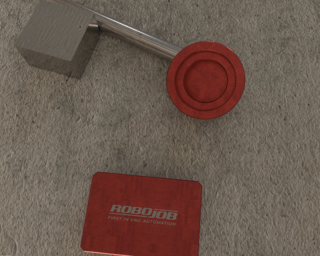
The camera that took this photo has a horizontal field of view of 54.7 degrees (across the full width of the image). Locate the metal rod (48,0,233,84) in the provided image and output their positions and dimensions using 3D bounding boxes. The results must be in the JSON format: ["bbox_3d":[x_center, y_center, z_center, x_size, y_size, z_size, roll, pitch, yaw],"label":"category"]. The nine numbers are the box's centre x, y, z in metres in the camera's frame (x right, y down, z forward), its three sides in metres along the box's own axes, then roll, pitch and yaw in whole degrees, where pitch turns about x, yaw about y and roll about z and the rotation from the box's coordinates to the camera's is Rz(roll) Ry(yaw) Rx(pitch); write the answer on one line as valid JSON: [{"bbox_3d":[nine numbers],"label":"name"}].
[{"bbox_3d":[-0.033,-0.133,0.456,0.301,0.025,0.025,26,72,9],"label":"metal rod"}]

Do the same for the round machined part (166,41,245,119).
[{"bbox_3d":[0.061,-0.062,0.408,0.098,0.042,0.097,1,97,12],"label":"round machined part"}]

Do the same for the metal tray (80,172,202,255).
[{"bbox_3d":[-0.019,0.104,0.367,0.131,0.030,0.090,5,70,2],"label":"metal tray"}]

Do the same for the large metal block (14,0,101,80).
[{"bbox_3d":[-0.141,-0.125,0.439,0.080,0.050,0.080,17,71,6],"label":"large metal block"}]
